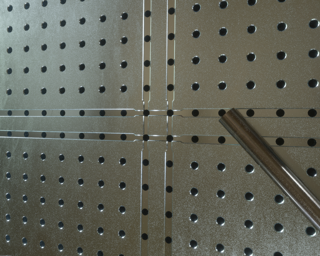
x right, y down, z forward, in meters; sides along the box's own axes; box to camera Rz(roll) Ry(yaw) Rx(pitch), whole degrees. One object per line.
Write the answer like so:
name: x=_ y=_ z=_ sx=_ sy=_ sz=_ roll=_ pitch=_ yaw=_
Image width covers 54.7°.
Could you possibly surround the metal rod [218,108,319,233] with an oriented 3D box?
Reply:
metal rod: x=0.176 y=0.095 z=0.350 sx=0.025 sy=0.025 sz=0.300 roll=-44 pitch=77 yaw=15
